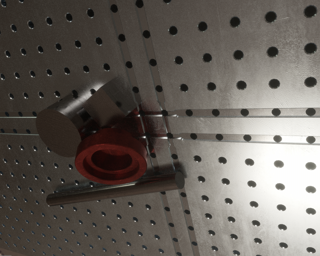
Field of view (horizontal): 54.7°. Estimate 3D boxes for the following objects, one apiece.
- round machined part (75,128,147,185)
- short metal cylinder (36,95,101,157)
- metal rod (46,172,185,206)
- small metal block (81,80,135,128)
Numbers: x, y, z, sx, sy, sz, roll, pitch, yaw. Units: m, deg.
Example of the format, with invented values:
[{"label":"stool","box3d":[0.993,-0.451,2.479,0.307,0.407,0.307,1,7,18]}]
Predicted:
[{"label":"round machined part","box3d":[-0.067,0.037,0.439,0.099,0.042,0.097,-1,138,-1]},{"label":"short metal cylinder","box3d":[-0.135,-0.003,0.462,0.080,0.050,0.079,13,124,20]},{"label":"metal rod","box3d":[-0.092,0.108,0.523,0.300,0.025,0.025,-15,111,34]},{"label":"small metal block","box3d":[-0.072,-0.029,0.429,0.050,0.025,0.050,-34,100,38]}]
